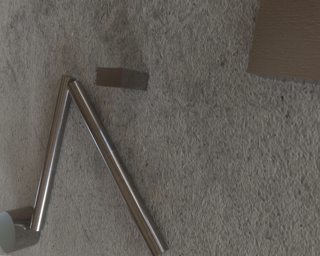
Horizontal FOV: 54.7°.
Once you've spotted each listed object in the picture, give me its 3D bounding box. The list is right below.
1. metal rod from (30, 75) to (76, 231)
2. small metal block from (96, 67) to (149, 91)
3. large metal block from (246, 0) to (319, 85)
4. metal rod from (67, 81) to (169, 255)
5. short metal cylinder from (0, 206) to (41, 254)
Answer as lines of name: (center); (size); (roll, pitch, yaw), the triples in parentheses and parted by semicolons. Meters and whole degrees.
metal rod: (-0.197, 0.051, 0.563); (0.025, 0.025, 0.298); (26, 106, 36)
small metal block: (-0.052, -0.068, 0.429); (0.050, 0.050, 0.025); (10, 97, 39)
large metal block: (0.133, -0.082, 0.278); (0.080, 0.050, 0.079); (15, 100, 38)
metal rod: (-0.071, 0.047, 0.460); (0.025, 0.025, 0.299); (-46, 63, 30)
short metal cylinder: (-0.282, 0.201, 0.617); (0.080, 0.050, 0.079); (0, 90, 39)
